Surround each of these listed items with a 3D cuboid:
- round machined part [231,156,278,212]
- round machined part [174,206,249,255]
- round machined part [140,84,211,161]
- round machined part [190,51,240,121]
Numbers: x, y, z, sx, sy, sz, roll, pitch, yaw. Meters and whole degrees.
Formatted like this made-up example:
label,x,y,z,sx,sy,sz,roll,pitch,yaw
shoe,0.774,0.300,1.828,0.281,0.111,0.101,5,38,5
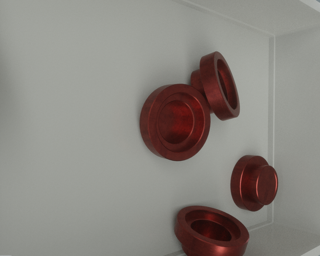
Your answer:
label,x,y,z,sx,sy,sz,roll,pitch,yaw
round machined part,0.171,0.097,0.542,0.099,0.042,0.097,0,90,-40
round machined part,0.067,0.149,0.422,0.099,0.098,0.042,1,107,-40
round machined part,0.016,-0.008,0.405,0.099,0.042,0.097,-3,96,-33
round machined part,0.078,-0.057,0.447,0.098,0.042,0.098,39,43,-48
